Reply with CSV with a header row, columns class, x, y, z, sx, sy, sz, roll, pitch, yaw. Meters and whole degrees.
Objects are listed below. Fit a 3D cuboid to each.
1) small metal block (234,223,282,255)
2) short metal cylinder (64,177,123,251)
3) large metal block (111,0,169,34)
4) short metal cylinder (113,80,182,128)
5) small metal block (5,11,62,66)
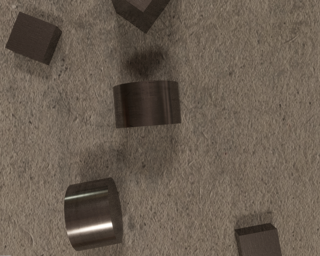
class,x,y,z,sx,sy,sz,roll,pitch,yaw
small metal block,0.131,0.159,0.412,0.050,0.025,0.050,-10,90,-1
short metal cylinder,-0.079,0.105,0.382,0.050,0.080,0.080,-11,90,0
large metal block,-0.016,-0.175,0.382,0.050,0.080,0.080,35,90,-1
short metal cylinder,-0.016,-0.027,0.382,0.081,0.080,0.050,-5,90,-1
small metal block,-0.165,-0.117,0.408,0.050,0.025,0.050,21,90,-1
